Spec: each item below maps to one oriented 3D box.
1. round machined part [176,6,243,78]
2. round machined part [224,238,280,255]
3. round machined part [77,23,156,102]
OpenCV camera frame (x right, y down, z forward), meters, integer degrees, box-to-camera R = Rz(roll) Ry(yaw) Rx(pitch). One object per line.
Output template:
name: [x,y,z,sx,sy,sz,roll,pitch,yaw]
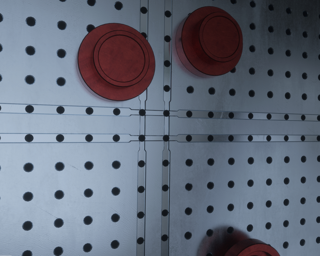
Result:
round machined part: [0.075,-0.122,0.433,0.099,0.042,0.097,0,90,-20]
round machined part: [0.128,0.210,0.453,0.099,0.042,0.097,0,90,-21]
round machined part: [-0.052,-0.082,0.385,0.099,0.042,0.097,0,90,-21]
